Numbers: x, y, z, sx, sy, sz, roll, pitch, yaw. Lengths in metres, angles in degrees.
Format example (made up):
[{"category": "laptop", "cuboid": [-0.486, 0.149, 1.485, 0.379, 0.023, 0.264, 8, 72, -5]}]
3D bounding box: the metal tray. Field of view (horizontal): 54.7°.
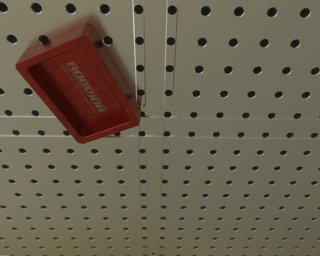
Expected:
[{"category": "metal tray", "cuboid": [-0.090, -0.045, 0.368, 0.090, 0.030, 0.130, -18, 128, 14]}]
